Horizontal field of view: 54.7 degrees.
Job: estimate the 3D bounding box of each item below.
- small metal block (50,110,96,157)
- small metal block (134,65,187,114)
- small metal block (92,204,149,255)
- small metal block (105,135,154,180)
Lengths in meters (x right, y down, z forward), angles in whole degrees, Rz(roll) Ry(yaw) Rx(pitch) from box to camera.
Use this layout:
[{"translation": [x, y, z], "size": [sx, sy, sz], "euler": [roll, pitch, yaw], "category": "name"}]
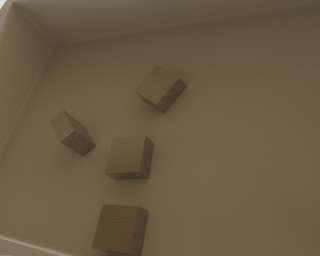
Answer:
[{"translation": [-0.126, 0.008, 0.451], "size": [0.025, 0.050, 0.050], "euler": [-41, 51, 1], "category": "small metal block"}, {"translation": [0.000, -0.056, 0.440], "size": [0.050, 0.025, 0.050], "euler": [34, 81, 38], "category": "small metal block"}, {"translation": [-0.045, 0.117, 0.357], "size": [0.050, 0.025, 0.050], "euler": [-4, 60, 26], "category": "small metal block"}, {"translation": [-0.039, 0.039, 0.402], "size": [0.050, 0.025, 0.050], "euler": [-6, 59, 25], "category": "small metal block"}]
